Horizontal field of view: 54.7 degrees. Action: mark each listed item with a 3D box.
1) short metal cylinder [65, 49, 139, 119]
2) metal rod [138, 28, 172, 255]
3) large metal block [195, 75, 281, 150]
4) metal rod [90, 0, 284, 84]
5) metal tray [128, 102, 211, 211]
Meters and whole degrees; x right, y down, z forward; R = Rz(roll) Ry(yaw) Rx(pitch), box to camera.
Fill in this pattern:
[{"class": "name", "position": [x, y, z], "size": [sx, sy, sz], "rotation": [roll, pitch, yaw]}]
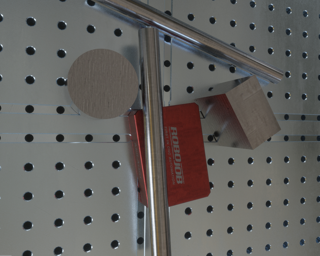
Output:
[{"class": "short metal cylinder", "position": [-0.072, -0.050, 0.373], "size": [0.081, 0.050, 0.079], "rotation": [0, 90, -21]}, {"class": "metal rod", "position": [-0.006, 0.031, 0.379], "size": [0.025, 0.025, 0.298], "rotation": [-4, 91, -20]}, {"class": "large metal block", "position": [0.104, -0.020, 0.423], "size": [0.050, 0.080, 0.080], "rotation": [-32, 101, -17]}, {"class": "metal rod", "position": [0.048, -0.125, 0.431], "size": [0.302, 0.025, 0.025], "rotation": [19, 84, -20]}, {"class": "metal tray", "position": [0.014, 0.036, 0.416], "size": [0.091, 0.030, 0.129], "rotation": [-10, 93, -20]}]
